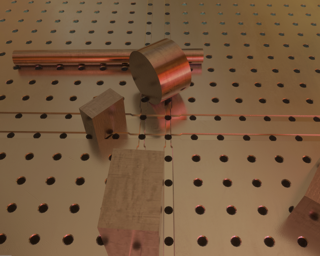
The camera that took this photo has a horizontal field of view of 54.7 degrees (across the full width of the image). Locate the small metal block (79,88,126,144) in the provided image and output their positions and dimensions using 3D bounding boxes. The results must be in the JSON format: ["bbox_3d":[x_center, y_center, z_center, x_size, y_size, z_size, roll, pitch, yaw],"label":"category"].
[{"bbox_3d":[-0.073,-0.016,0.404,0.025,0.050,0.050,36,58,26],"label":"small metal block"}]

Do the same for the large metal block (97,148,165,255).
[{"bbox_3d":[-0.023,0.077,0.307,0.050,0.080,0.080,3,50,2],"label":"large metal block"}]

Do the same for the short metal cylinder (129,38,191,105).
[{"bbox_3d":[-0.001,-0.080,0.439,0.050,0.080,0.080,-29,56,-22],"label":"short metal cylinder"}]

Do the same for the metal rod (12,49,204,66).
[{"bbox_3d":[-0.081,-0.115,0.503,0.302,0.025,0.025,-1,50,-1],"label":"metal rod"}]

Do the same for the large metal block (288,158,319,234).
[{"bbox_3d":[0.199,0.076,0.330,0.080,0.050,0.080,30,56,22],"label":"large metal block"}]
